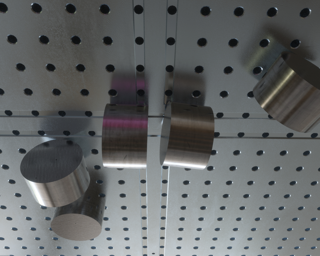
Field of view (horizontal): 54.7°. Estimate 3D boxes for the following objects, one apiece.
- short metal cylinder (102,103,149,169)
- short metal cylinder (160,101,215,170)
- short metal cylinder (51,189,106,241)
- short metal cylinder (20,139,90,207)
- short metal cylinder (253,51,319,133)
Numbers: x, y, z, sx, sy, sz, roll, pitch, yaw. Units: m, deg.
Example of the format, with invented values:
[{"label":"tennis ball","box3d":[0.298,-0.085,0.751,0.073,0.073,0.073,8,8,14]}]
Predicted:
[{"label":"short metal cylinder","box3d":[-0.041,0.010,0.384,0.050,0.080,0.079,2,130,-2]},{"label":"short metal cylinder","box3d":[0.031,0.009,0.384,0.050,0.080,0.079,7,130,-7]},{"label":"short metal cylinder","box3d":[-0.134,0.145,0.516,0.081,0.050,0.079,0,130,0]},{"label":"short metal cylinder","box3d":[-0.141,0.060,0.425,0.081,0.080,0.050,-2,130,1]},{"label":"short metal cylinder","box3d":[0.152,-0.041,0.344,0.080,0.080,0.050,20,127,-16]}]
